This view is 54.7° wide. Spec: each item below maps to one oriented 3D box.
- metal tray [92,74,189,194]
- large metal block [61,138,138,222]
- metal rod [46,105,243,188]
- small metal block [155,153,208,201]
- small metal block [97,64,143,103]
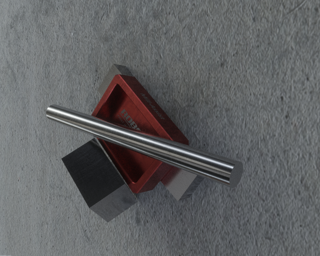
[{"bbox_3d":[-0.033,0.005,0.395,0.130,0.030,0.090,51,120,27],"label":"metal tray"},{"bbox_3d":[-0.080,0.073,0.423,0.050,0.080,0.080,-34,62,-10],"label":"large metal block"},{"bbox_3d":[-0.045,0.009,0.370,0.300,0.025,0.025,16,100,38],"label":"metal rod"},{"bbox_3d":[0.026,0.053,0.383,0.050,0.025,0.050,46,117,30],"label":"small metal block"},{"bbox_3d":[-0.058,-0.057,0.452,0.050,0.025,0.050,52,120,27],"label":"small metal block"}]
